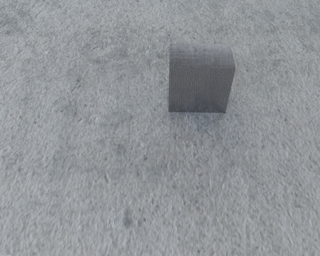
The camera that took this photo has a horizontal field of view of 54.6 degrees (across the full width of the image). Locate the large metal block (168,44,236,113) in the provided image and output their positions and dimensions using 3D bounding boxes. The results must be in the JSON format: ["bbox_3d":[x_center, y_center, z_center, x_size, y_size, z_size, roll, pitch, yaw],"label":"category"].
[{"bbox_3d":[0.053,-0.067,0.424,0.080,0.080,0.050,1,50,1],"label":"large metal block"}]
